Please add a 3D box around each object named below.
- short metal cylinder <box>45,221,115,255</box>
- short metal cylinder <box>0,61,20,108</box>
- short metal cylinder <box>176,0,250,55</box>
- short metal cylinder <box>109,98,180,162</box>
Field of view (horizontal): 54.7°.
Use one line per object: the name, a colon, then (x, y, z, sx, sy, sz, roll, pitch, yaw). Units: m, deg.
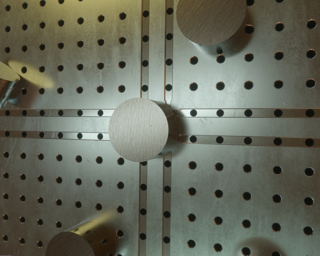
short metal cylinder: (-0.112, 0.178, 0.437, 0.080, 0.050, 0.079, 0, 90, 19)
short metal cylinder: (-0.267, -0.074, 0.475, 0.080, 0.080, 0.050, 38, 102, 15)
short metal cylinder: (0.066, -0.134, 0.376, 0.080, 0.050, 0.079, 0, 90, 19)
short metal cylinder: (-0.019, 0.002, 0.405, 0.080, 0.050, 0.079, 0, 90, 19)
